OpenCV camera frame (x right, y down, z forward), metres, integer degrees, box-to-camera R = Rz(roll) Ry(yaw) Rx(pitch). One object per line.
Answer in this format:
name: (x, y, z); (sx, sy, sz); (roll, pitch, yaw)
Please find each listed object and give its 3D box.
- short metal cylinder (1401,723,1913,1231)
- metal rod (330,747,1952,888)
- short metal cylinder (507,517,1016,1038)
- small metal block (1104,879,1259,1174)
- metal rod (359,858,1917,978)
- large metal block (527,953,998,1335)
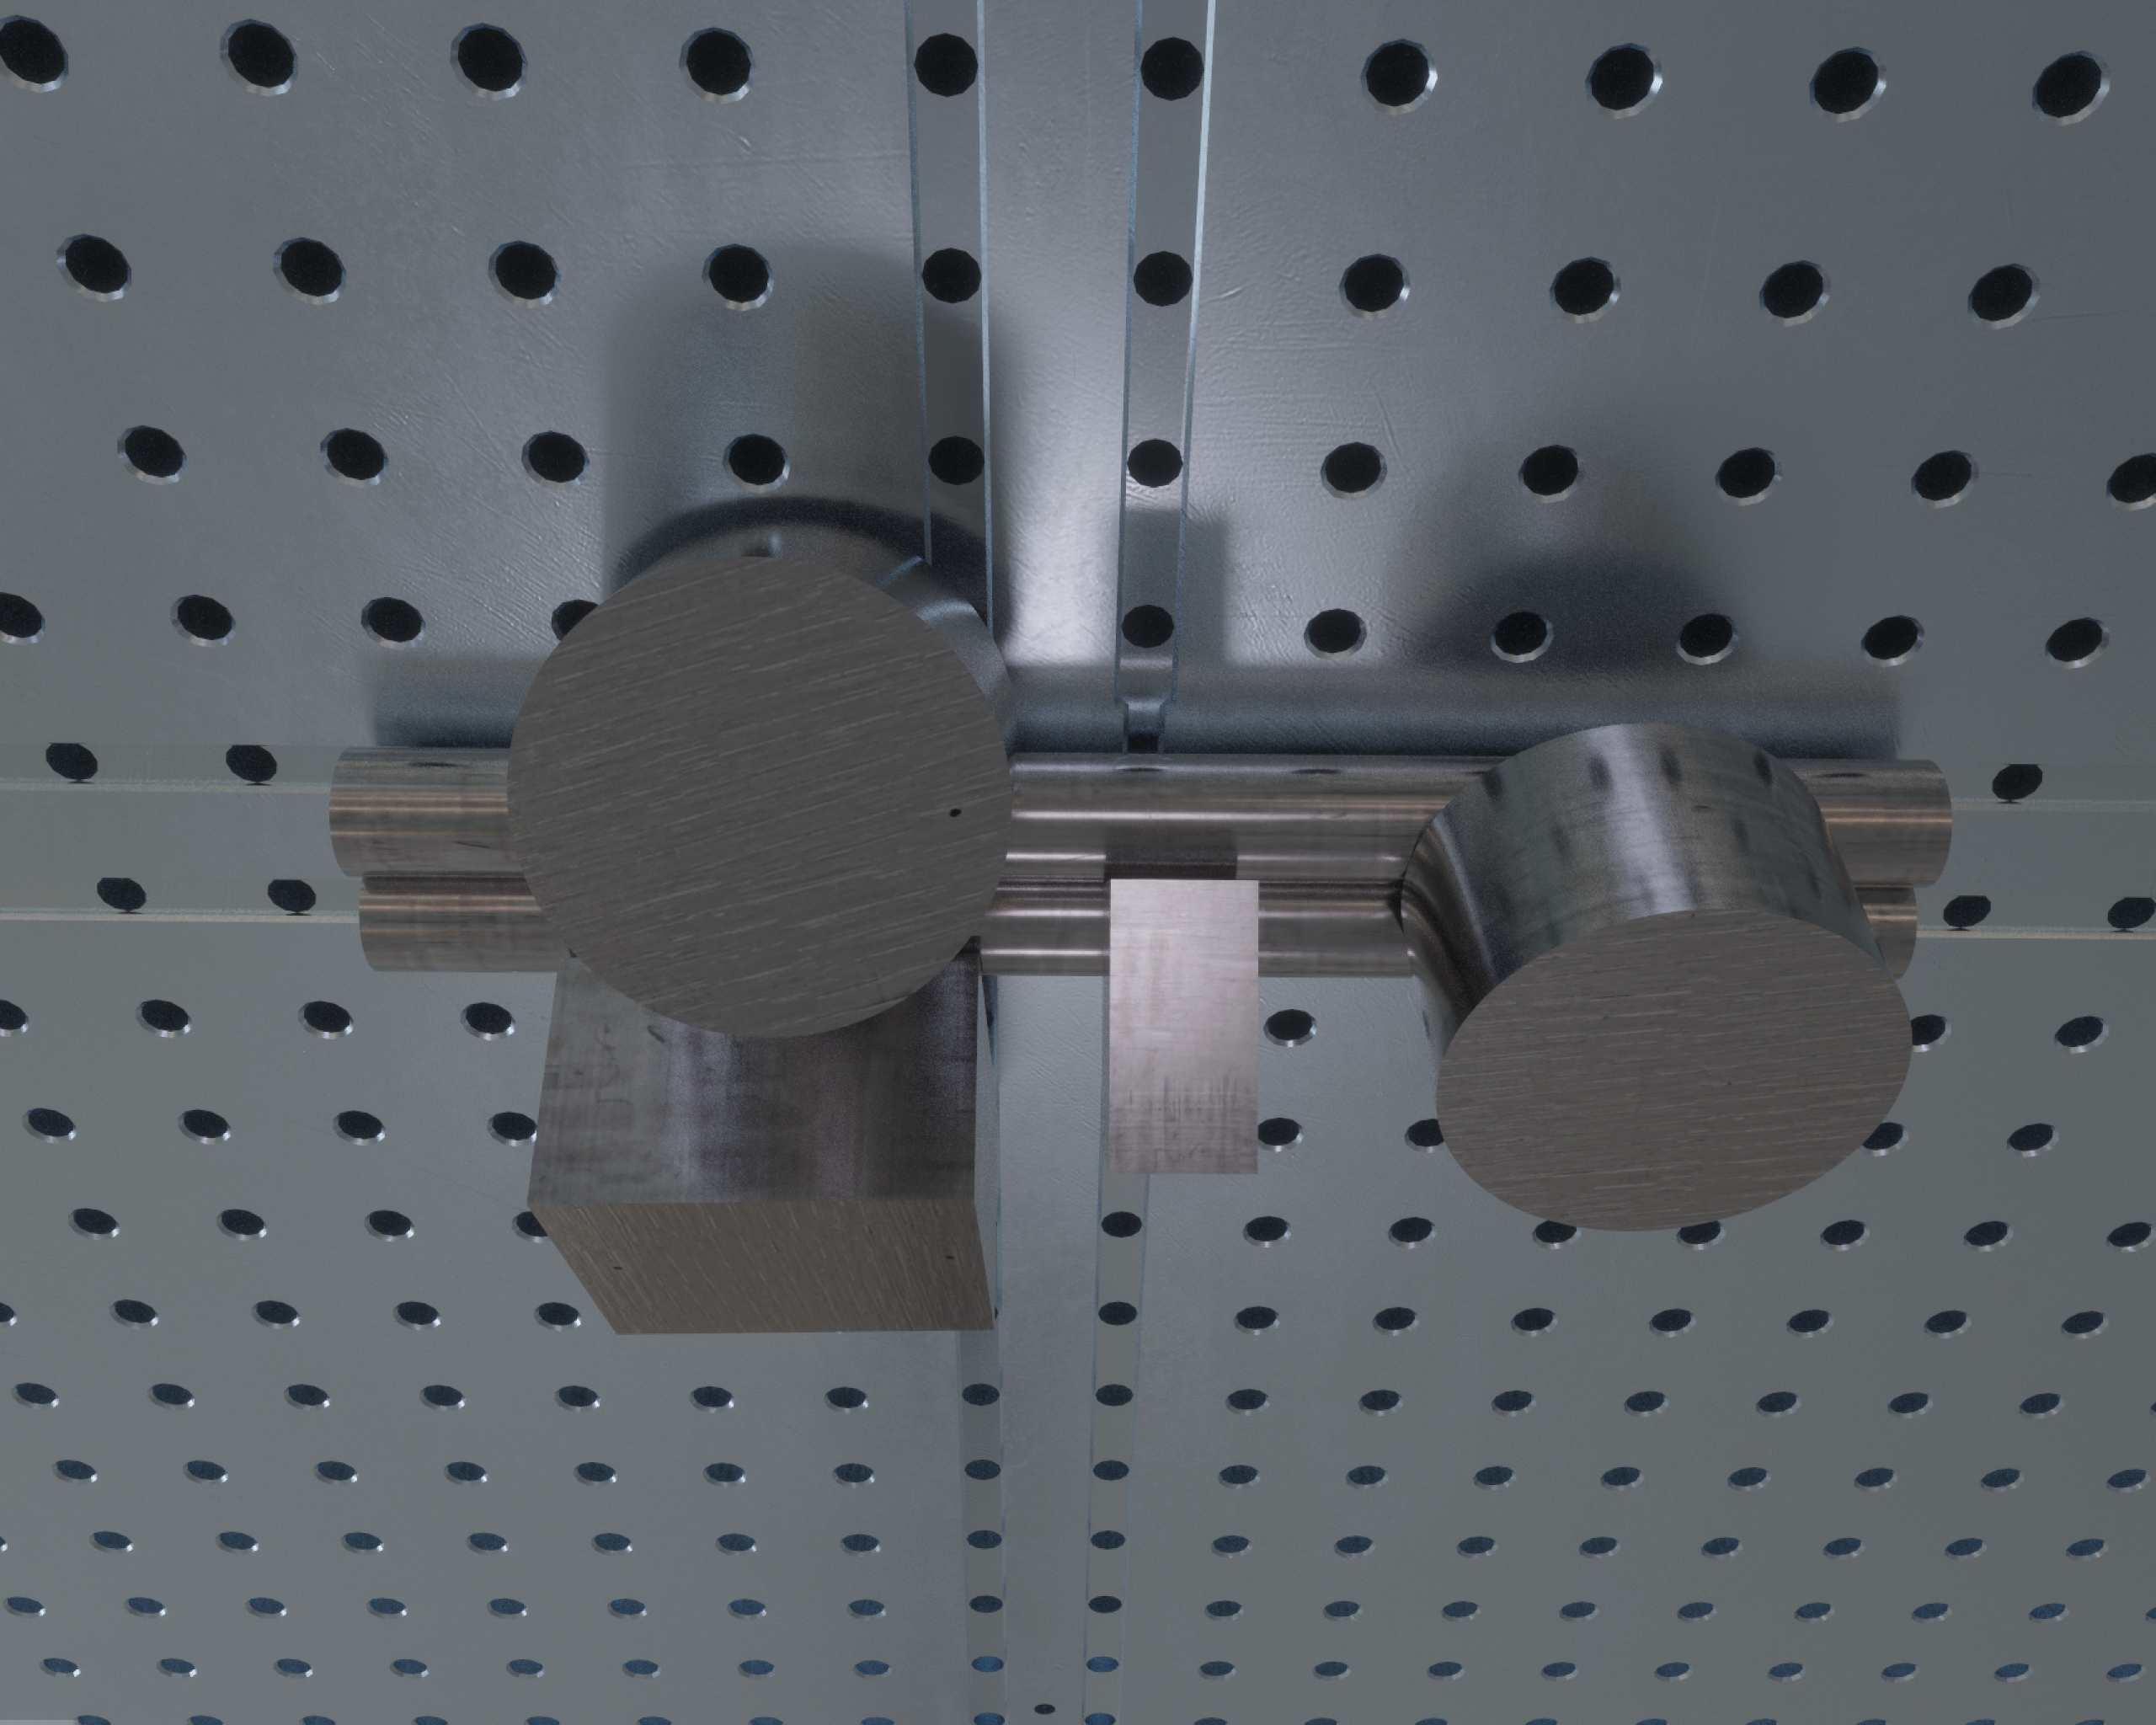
short metal cylinder: (0.102, 0.022, 0.377); (0.081, 0.050, 0.079); (0, 130, 0)
metal rod: (0.013, -0.009, 0.400); (0.302, 0.025, 0.025); (0, 130, -1)
short metal cylinder: (-0.051, -0.016, 0.358); (0.081, 0.050, 0.079); (0, 106, -1)
small metal block: (0.018, 0.029, 0.378); (0.025, 0.050, 0.050); (0, 88, -1)
metal rod: (0.013, 0.010, 0.416); (0.302, 0.025, 0.025); (0, 130, -1)
large metal block: (-0.059, 0.059, 0.422); (0.081, 0.050, 0.080); (-1, 150, 0)
